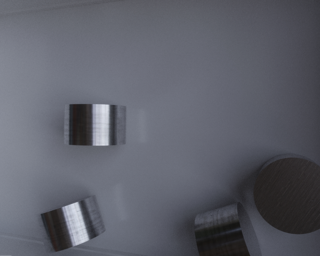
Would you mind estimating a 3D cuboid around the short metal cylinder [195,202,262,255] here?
[{"bbox_3d":[0.079,0.131,0.353,0.050,0.080,0.080,-22,83,18],"label":"short metal cylinder"}]

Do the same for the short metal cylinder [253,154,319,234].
[{"bbox_3d":[0.148,0.070,0.345,0.080,0.050,0.079,0,90,19],"label":"short metal cylinder"}]

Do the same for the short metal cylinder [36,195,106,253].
[{"bbox_3d":[-0.120,0.129,0.422,0.080,0.080,0.050,-20,84,18],"label":"short metal cylinder"}]

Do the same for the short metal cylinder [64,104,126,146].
[{"bbox_3d":[-0.085,-0.004,0.410,0.080,0.080,0.050,1,91,19],"label":"short metal cylinder"}]
